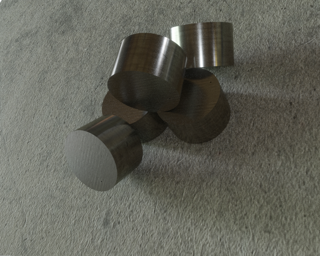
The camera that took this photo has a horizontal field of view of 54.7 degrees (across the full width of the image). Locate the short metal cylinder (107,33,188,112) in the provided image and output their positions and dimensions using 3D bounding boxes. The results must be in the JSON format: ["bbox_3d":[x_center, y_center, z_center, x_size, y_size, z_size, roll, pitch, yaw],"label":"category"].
[{"bbox_3d":[-0.013,-0.059,0.348,0.080,0.080,0.050,-1,61,27],"label":"short metal cylinder"}]

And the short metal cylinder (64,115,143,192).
[{"bbox_3d":[-0.068,0.030,0.378,0.080,0.079,0.050,8,27,31],"label":"short metal cylinder"}]

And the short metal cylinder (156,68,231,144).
[{"bbox_3d":[0.041,-0.027,0.382,0.080,0.050,0.080,-13,56,20],"label":"short metal cylinder"}]

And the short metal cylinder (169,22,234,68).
[{"bbox_3d":[0.053,-0.102,0.395,0.080,0.080,0.050,1,100,28],"label":"short metal cylinder"}]

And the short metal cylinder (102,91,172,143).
[{"bbox_3d":[-0.030,-0.026,0.419,0.080,0.050,0.080,-13,56,20],"label":"short metal cylinder"}]
